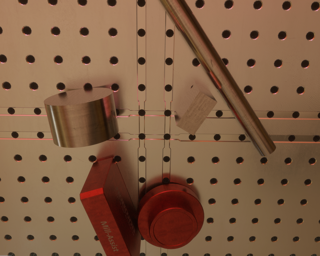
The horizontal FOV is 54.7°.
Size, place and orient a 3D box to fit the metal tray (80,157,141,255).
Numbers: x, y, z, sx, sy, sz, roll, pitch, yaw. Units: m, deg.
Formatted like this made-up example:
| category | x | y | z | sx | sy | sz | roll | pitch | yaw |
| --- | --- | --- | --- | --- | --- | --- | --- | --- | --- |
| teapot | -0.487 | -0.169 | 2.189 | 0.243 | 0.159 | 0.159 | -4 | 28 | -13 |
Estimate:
| category | x | y | z | sx | sy | sz | roll | pitch | yaw |
| --- | --- | --- | --- | --- | --- | --- | --- | --- | --- |
| metal tray | -0.061 | 0.117 | 0.421 | 0.030 | 0.090 | 0.129 | -16 | 110 | 6 |

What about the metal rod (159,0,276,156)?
| category | x | y | z | sx | sy | sz | roll | pitch | yaw |
| --- | --- | --- | --- | --- | --- | --- | --- | --- | --- |
| metal rod | 0.062 | -0.084 | 0.383 | 0.025 | 0.025 | 0.299 | -34 | 107 | 11 |

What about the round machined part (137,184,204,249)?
| category | x | y | z | sx | sy | sz | roll | pitch | yaw |
| --- | --- | --- | --- | --- | --- | --- | --- | --- | --- |
| round machined part | 0.016 | 0.134 | 0.448 | 0.099 | 0.042 | 0.097 | -2 | 108 | -7 |

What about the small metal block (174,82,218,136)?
| category | x | y | z | sx | sy | sz | roll | pitch | yaw |
| --- | --- | --- | --- | --- | --- | --- | --- | --- | --- |
| small metal block | 0.043 | -0.025 | 0.391 | 0.025 | 0.050 | 0.050 | 30 | 107 | -11 |

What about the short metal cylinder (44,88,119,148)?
| category | x | y | z | sx | sy | sz | roll | pitch | yaw |
| --- | --- | --- | --- | --- | --- | --- | --- | --- | --- |
| short metal cylinder | -0.094 | -0.015 | 0.377 | 0.080 | 0.080 | 0.050 | -6 | 110 | 1 |
